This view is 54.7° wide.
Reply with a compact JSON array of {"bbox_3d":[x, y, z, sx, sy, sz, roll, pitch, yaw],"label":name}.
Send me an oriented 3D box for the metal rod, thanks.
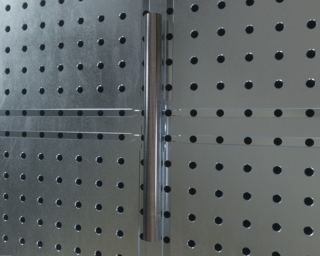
[{"bbox_3d":[-0.009,-0.001,0.415,0.025,0.025,0.298,0,90,19],"label":"metal rod"}]
